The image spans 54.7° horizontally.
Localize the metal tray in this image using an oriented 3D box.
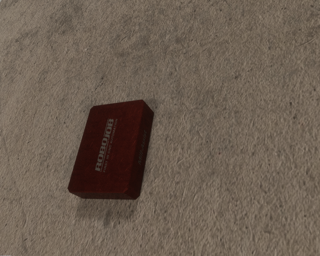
[{"bbox_3d":[-0.063,0.028,0.415,0.090,0.030,0.130,-5,59,25],"label":"metal tray"}]
